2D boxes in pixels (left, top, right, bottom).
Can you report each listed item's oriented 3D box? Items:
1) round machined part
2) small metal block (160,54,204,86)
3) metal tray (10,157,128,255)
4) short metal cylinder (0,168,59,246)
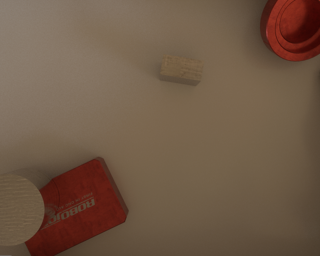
[{"bbox_3d":[0.174,-0.138,0.392,0.099,0.042,0.097,-3,120,-6],"label":"round machined part"},{"bbox_3d":[0.027,-0.073,0.399,0.050,0.050,0.025,9,90,-1],"label":"small metal block"},{"bbox_3d":[-0.119,0.105,0.407,0.131,0.030,0.090,-25,90,-1],"label":"metal tray"},{"bbox_3d":[-0.168,0.090,0.366,0.081,0.050,0.079,0,90,0],"label":"short metal cylinder"}]
